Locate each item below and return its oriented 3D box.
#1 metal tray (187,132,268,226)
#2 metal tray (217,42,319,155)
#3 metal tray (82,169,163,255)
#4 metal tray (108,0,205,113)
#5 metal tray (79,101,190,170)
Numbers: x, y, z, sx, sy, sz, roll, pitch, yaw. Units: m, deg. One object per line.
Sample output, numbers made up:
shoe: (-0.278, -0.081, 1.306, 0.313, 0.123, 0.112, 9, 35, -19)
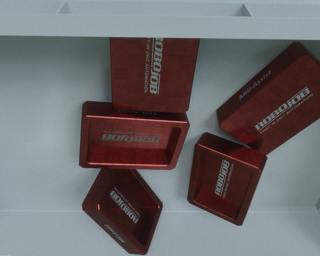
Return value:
metal tray: (0.091, 0.076, 0.443, 0.090, 0.030, 0.129, 21, 134, 21)
metal tray: (0.147, -0.029, 0.382, 0.090, 0.030, 0.129, 31, 124, -24)
metal tray: (-0.048, 0.115, 0.457, 0.030, 0.090, 0.130, -9, 130, 31)
metal tray: (-0.007, -0.078, 0.339, 0.091, 0.030, 0.129, 3, 130, -3)
metal tray: (-0.036, 0.013, 0.404, 0.131, 0.030, 0.089, 3, 131, -14)
